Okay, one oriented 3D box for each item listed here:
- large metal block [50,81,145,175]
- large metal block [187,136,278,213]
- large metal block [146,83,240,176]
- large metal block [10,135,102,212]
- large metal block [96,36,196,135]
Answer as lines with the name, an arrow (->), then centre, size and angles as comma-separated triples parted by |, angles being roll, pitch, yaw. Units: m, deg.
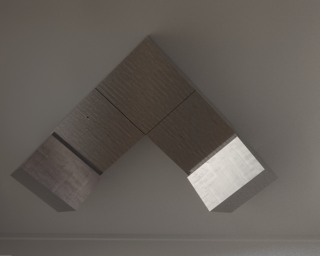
large metal block -> -0.075, -0.001, 0.395 | 0.080, 0.050, 0.080 | -42, 105, 14
large metal block -> 0.095, 0.064, 0.398 | 0.080, 0.050, 0.080 | -42, 148, 14
large metal block -> 0.040, 0.001, 0.397 | 0.080, 0.050, 0.080 | -42, 105, 14
large metal block -> -0.134, 0.061, 0.394 | 0.080, 0.050, 0.080 | 44, 147, -15
large metal block -> -0.016, -0.053, 0.376 | 0.080, 0.050, 0.080 | -42, 105, 14
